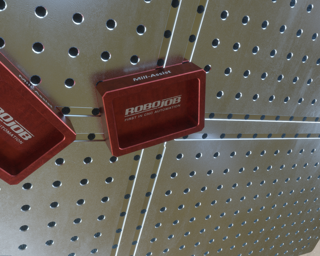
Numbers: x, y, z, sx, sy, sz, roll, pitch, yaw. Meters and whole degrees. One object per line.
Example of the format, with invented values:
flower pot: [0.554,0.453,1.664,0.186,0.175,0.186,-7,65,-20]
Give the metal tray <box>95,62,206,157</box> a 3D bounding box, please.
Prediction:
metal tray: [-0.007,-0.024,0.388,0.131,0.030,0.089,-16,125,-19]

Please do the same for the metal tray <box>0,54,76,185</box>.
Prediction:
metal tray: [-0.161,-0.009,0.313,0.090,0.030,0.130,-38,129,-3]
